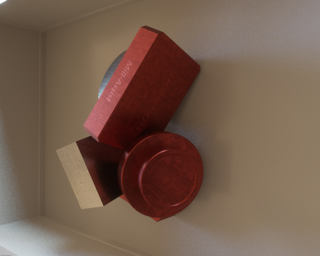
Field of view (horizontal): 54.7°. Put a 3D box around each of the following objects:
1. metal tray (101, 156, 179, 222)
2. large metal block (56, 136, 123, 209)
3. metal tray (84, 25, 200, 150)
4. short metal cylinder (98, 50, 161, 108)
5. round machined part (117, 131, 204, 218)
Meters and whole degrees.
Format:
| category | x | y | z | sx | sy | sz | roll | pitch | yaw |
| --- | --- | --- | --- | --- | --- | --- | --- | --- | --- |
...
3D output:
| category | x | y | z | sx | sy | sz | roll | pitch | yaw |
| --- | --- | --- | --- | --- | --- | --- | --- | --- | --- |
| metal tray | -0.028 | 0.055 | 0.422 | 0.130 | 0.030 | 0.089 | 22 | 104 | 37 |
| large metal block | -0.071 | 0.046 | 0.395 | 0.050 | 0.081 | 0.080 | -20 | 93 | 44 |
| metal tray | -0.017 | -0.036 | 0.354 | 0.030 | 0.090 | 0.130 | 34 | 95 | 38 |
| short metal cylinder | -0.034 | -0.053 | 0.395 | 0.080 | 0.050 | 0.080 | -30 | 46 | 37 |
| round machined part | 0.005 | 0.054 | 0.347 | 0.042 | 0.099 | 0.097 | -165 | 79 | -69 |
